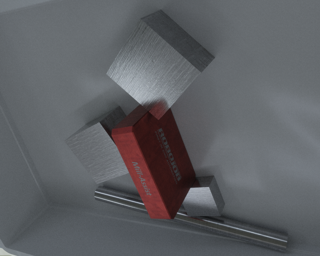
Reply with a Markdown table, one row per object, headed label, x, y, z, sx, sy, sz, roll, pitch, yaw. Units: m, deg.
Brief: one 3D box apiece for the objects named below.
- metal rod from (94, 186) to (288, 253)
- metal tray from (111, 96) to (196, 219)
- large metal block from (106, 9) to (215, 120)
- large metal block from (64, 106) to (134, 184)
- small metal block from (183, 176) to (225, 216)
| label | x | y | z | sx | sy | sz | roll | pitch | yaw |
| --- | --- | --- | --- | --- | --- | --- | --- | --- | --- |
| metal rod | 0.032 | 0.133 | 0.472 | 0.301 | 0.025 | 0.025 | 9 | 122 | 23 |
| metal tray | -0.002 | 0.037 | 0.388 | 0.030 | 0.090 | 0.129 | -9 | 114 | 32 |
| large metal block | 0.000 | -0.070 | 0.348 | 0.080 | 0.050 | 0.080 | 42 | 129 | -1 |
| large metal block | -0.075 | 0.026 | 0.446 | 0.080 | 0.050 | 0.080 | -24 | 106 | 36 |
| small metal block | 0.058 | 0.097 | 0.437 | 0.050 | 0.025 | 0.050 | -10 | 114 | 32 |
